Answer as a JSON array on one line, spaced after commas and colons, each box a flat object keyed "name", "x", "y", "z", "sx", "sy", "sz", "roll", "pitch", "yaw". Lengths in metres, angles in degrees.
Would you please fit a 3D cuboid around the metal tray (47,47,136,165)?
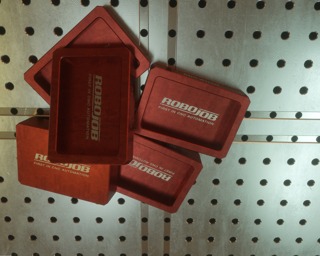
[{"name": "metal tray", "x": -0.077, "y": -0.024, "z": 0.355, "sx": 0.090, "sy": 0.030, "sz": 0.129, "roll": 1, "pitch": 86, "yaw": 7}]

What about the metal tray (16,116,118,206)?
[{"name": "metal tray", "x": -0.121, "y": 0.042, "z": 0.407, "sx": 0.130, "sy": 0.030, "sz": 0.089, "roll": 11, "pitch": 111, "yaw": 10}]

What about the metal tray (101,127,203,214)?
[{"name": "metal tray", "x": -0.018, "y": 0.055, "z": 0.430, "sx": 0.131, "sy": 0.030, "sz": 0.090, "roll": 24, "pitch": 109, "yaw": -9}]

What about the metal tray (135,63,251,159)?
[{"name": "metal tray", "x": 0.038, "y": -0.021, "z": 0.402, "sx": 0.131, "sy": 0.030, "sz": 0.089, "roll": 17, "pitch": 110, "yaw": -7}]

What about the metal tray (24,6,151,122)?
[{"name": "metal tray", "x": -0.087, "y": -0.073, "z": 0.382, "sx": 0.130, "sy": 0.030, "sz": 0.090, "roll": -38, "pitch": 105, "yaw": 12}]
